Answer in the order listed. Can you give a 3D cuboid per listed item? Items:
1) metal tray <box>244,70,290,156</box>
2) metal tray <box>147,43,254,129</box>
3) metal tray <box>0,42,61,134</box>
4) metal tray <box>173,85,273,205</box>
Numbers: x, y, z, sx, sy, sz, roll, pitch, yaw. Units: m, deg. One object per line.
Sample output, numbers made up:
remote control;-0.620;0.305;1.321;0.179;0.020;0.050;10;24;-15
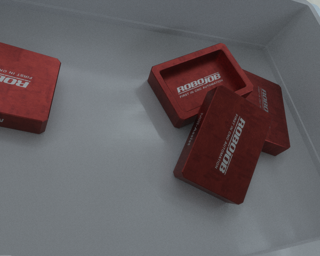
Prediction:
metal tray;0.159;-0.028;0.504;0.091;0.030;0.130;19;54;-17
metal tray;0.060;-0.065;0.452;0.131;0.030;0.090;-24;74;-21
metal tray;-0.183;-0.051;0.335;0.131;0.030;0.090;13;56;-21
metal tray;0.084;0.022;0.403;0.090;0.030;0.130;28;74;-13
